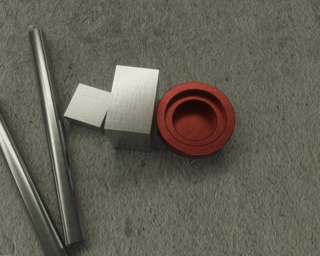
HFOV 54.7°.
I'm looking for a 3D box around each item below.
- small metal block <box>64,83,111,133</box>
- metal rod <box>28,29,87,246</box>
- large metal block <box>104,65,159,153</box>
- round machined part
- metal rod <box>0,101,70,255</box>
[{"bbox_3d":[-0.093,-0.026,0.417,0.050,0.025,0.050,18,71,6],"label":"small metal block"},{"bbox_3d":[-0.139,-0.002,0.407,0.025,0.025,0.299,-15,71,-6],"label":"metal rod"},{"bbox_3d":[-0.031,-0.020,0.386,0.050,0.080,0.080,7,70,2],"label":"large metal block"},{"bbox_3d":[0.044,-0.007,0.402,0.099,0.042,0.098,0,70,-1],"label":"round machined part"},{"bbox_3d":[-0.159,0.079,0.377,0.025,0.025,0.299,-29,73,-10],"label":"metal rod"}]
